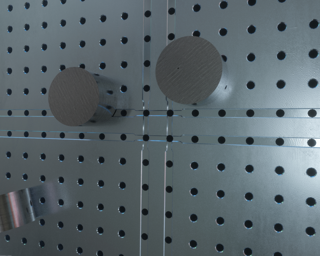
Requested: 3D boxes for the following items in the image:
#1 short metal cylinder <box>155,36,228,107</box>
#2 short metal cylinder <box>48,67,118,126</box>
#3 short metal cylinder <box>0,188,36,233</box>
[{"bbox_3d":[0.041,-0.068,0.385,0.080,0.050,0.079,0,90,20],"label":"short metal cylinder"},{"bbox_3d":[-0.108,-0.042,0.437,0.080,0.050,0.079,0,90,20],"label":"short metal cylinder"},{"bbox_3d":[-0.234,0.125,0.466,0.080,0.080,0.050,-16,85,19],"label":"short metal cylinder"}]
